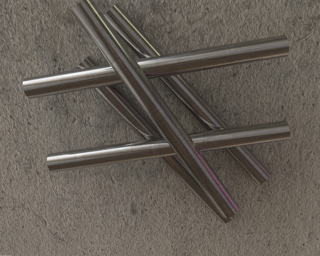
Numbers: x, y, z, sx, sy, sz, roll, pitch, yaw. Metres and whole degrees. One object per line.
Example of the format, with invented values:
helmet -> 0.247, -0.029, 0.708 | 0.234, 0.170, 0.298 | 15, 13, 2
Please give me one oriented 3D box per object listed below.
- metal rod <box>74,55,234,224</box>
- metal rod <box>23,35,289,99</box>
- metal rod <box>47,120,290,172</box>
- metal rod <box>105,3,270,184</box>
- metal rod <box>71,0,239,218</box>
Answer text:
metal rod -> 0.002, 0.026, 0.420 | 0.025, 0.025, 0.300 | -39, 106, 13
metal rod -> -0.007, -0.070, 0.359 | 0.302, 0.025, 0.025 | -9, 110, 2
metal rod -> 0.009, 0.024, 0.394 | 0.302, 0.025, 0.025 | -8, 110, 2
metal rod -> 0.043, -0.033, 0.399 | 0.025, 0.025, 0.300 | -41, 106, 13
metal rod -> 0.006, -0.009, 0.355 | 0.025, 0.025, 0.299 | -33, 107, 11
